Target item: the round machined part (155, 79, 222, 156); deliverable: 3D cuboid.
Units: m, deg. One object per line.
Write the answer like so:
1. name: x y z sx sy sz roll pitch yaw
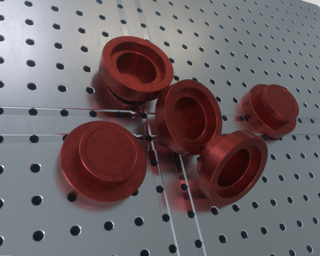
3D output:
1. round machined part: 0.033 -0.011 0.409 0.099 0.042 0.098 9 74 -35

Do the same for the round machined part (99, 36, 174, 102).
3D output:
1. round machined part: -0.034 -0.075 0.421 0.099 0.042 0.098 13 53 -18

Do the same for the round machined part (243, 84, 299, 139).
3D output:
1. round machined part: 0.192 -0.035 0.521 0.099 0.042 0.098 13 56 -21

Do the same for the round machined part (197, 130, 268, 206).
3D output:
1. round machined part: 0.086 0.046 0.392 0.099 0.097 0.042 -11 32 -33

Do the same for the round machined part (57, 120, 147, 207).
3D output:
1. round machined part: -0.060 0.034 0.344 0.099 0.042 0.098 13 56 -21
